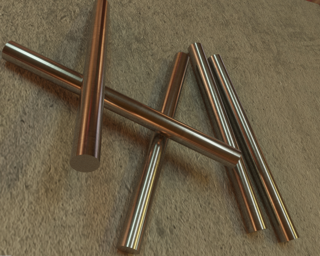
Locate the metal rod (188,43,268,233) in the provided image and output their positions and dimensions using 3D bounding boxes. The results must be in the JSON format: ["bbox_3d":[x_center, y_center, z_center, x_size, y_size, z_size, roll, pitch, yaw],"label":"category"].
[{"bbox_3d":[0.091,-0.002,0.453,0.025,0.025,0.299,0,62,-28],"label":"metal rod"}]

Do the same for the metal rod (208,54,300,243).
[{"bbox_3d":[0.131,0.015,0.464,0.025,0.025,0.299,-3,63,-30],"label":"metal rod"}]

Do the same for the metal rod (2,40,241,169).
[{"bbox_3d":[-0.042,-0.026,0.372,0.301,0.025,0.025,26,52,-3],"label":"metal rod"}]

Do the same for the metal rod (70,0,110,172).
[{"bbox_3d":[-0.076,-0.077,0.366,0.025,0.025,0.300,14,42,-20],"label":"metal rod"}]

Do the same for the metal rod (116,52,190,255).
[{"bbox_3d":[0.001,0.006,0.400,0.025,0.025,0.300,26,53,-13],"label":"metal rod"}]
